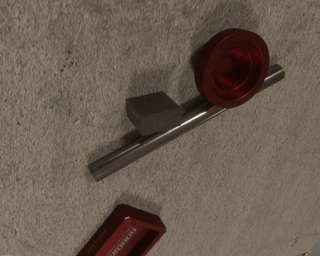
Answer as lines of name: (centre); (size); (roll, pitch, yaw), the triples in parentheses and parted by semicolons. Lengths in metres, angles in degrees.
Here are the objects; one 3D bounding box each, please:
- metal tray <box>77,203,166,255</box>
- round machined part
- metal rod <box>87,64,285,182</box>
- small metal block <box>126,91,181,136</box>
metal tray: (-0.063, 0.186, 0.485); (0.090, 0.030, 0.130); (32, 100, -39)
round machined part: (0.086, -0.078, 0.395); (0.099, 0.042, 0.097); (-12, 121, -21)
metal rod: (0.043, -0.012, 0.424); (0.302, 0.025, 0.025); (-28, 128, -11)
small metal block: (-0.008, -0.019, 0.376); (0.050, 0.050, 0.025); (-15, 125, -21)
